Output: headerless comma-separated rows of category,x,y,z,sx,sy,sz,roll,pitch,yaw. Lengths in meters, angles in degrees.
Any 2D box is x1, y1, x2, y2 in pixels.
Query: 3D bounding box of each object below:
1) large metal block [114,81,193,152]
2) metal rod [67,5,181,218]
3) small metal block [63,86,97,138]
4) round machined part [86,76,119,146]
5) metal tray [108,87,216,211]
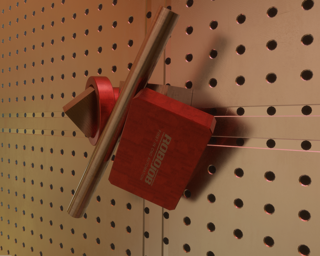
large metal block,-0.010,-0.016,0.399,0.080,0.050,0.079,12,97,39
metal rod,-0.054,-0.004,0.387,0.025,0.025,0.298,42,115,32
small metal block,-0.099,-0.023,0.436,0.050,0.050,0.025,-39,30,-5
round machined part,-0.077,-0.024,0.442,0.098,0.042,0.097,177,90,-65
metal tray,-0.001,0.028,0.362,0.090,0.030,0.129,24,123,5
